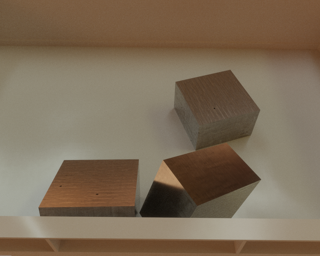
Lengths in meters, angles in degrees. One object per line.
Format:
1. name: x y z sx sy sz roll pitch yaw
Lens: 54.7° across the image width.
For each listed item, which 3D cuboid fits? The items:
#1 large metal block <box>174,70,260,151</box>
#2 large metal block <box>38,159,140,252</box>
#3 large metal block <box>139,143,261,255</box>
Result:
1. large metal block: 0.071 -0.026 0.411 0.081 0.050 0.080 -14 52 -12
2. large metal block: -0.062 0.073 0.307 0.081 0.050 0.080 0 24 -1
3. large metal block: 0.036 0.067 0.299 0.081 0.079 0.050 -11 48 -35
